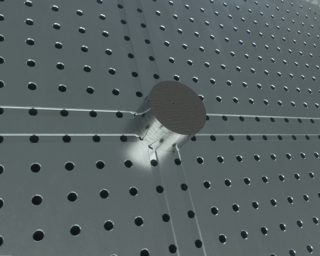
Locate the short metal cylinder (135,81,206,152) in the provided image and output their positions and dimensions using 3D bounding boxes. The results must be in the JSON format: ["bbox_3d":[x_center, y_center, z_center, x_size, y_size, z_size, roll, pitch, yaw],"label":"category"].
[{"bbox_3d":[0.013,-0.015,0.408,0.081,0.050,0.080,13,56,-21],"label":"short metal cylinder"}]
